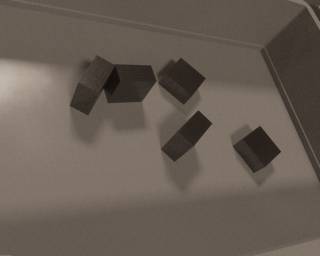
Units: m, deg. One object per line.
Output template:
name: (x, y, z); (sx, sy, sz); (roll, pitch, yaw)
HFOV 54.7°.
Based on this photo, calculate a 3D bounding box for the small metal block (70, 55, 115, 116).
small metal block: (-0.083, -0.052, 0.378); (0.025, 0.050, 0.050); (29, 52, -11)

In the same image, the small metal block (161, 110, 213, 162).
small metal block: (0.034, 0.011, 0.403); (0.025, 0.050, 0.050); (44, 51, 1)

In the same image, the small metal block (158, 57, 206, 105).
small metal block: (0.034, -0.071, 0.469); (0.050, 0.025, 0.050); (40, 51, -2)

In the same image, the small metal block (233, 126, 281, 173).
small metal block: (0.147, 0.032, 0.468); (0.050, 0.025, 0.050); (-29, 78, -38)

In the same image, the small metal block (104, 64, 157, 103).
small metal block: (-0.040, -0.057, 0.404); (0.050, 0.050, 0.025); (-5, 65, -31)
